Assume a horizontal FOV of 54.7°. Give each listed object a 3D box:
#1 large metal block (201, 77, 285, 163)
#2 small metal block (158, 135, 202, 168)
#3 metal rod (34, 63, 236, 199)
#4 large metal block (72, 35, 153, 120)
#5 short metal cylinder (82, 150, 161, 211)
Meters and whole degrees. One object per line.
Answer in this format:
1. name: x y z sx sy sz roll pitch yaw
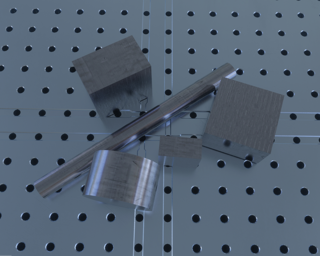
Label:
1. large metal block: 0.104 -0.009 0.400 0.080 0.050 0.080 18 71 6
2. small metal block: 0.024 0.031 0.388 0.050 0.050 0.025 5 70 1
3. metal rod: -0.024 -0.003 0.412 0.301 0.025 0.025 -33 74 -12
4. large metal block: -0.058 -0.063 0.406 0.080 0.080 0.050 -27 73 -10
5. short metal cylinder: -0.043 0.062 0.359 0.080 0.080 0.050 11 71 3
